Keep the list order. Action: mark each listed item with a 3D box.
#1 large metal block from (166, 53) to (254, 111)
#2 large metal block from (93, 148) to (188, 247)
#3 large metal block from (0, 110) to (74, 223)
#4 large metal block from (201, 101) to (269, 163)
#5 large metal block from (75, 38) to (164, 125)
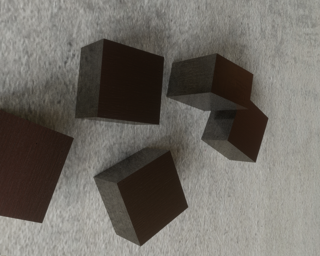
[{"bbox_3d":[0.069,-0.059,0.429,0.081,0.080,0.050,16,80,-39],"label":"large metal block"},{"bbox_3d":[-0.021,0.078,0.373,0.081,0.050,0.080,-29,108,-37],"label":"large metal block"},{"bbox_3d":[-0.137,0.032,0.275,0.080,0.050,0.080,27,73,-37],"label":"large metal block"},{"bbox_3d":[0.121,0.001,0.493,0.080,0.050,0.080,34,69,-35],"label":"large metal block"},{"bbox_3d":[-0.045,-0.047,0.352,0.081,0.050,0.080,7,86,-40],"label":"large metal block"}]
